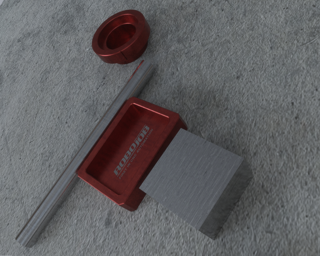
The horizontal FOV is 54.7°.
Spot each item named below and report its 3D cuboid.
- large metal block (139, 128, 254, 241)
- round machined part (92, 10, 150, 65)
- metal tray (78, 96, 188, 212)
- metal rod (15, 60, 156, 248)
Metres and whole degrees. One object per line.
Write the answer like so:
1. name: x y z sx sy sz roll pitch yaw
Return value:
1. large metal block: 0.040 0.058 0.332 0.080 0.050 0.080 27 76 37
2. round machined part: -0.060 -0.145 0.513 0.098 0.042 0.098 -13 56 21
3. metal tray: -0.036 0.029 0.401 0.090 0.030 0.130 24 74 36
4. metal rod: -0.097 0.027 0.438 0.025 0.025 0.300 24 74 36
